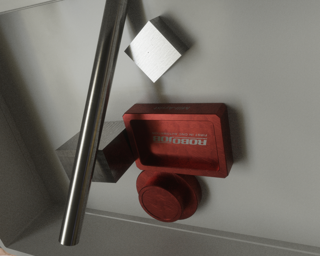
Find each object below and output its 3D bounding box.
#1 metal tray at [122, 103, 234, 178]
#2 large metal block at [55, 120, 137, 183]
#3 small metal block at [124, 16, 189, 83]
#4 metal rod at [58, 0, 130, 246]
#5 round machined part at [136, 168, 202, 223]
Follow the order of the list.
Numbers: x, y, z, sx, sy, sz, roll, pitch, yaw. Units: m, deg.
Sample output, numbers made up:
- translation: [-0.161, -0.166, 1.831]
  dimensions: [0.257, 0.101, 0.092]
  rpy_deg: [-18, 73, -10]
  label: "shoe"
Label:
- translation: [0.023, 0.015, 0.401]
  dimensions: [0.130, 0.030, 0.089]
  rpy_deg: [2, 119, 27]
  label: "metal tray"
- translation: [-0.081, 0.031, 0.433]
  dimensions: [0.080, 0.080, 0.050]
  rpy_deg: [-3, 117, 29]
  label: "large metal block"
- translation: [-0.004, -0.089, 0.355]
  dimensions: [0.050, 0.025, 0.050]
  rpy_deg: [46, 129, -5]
  label: "small metal block"
- translation: [-0.079, -0.005, 0.362]
  dimensions: [0.025, 0.025, 0.298]
  rpy_deg: [16, 98, 19]
  label: "metal rod"
- translation: [0.008, 0.099, 0.453]
  dimensions: [0.098, 0.042, 0.097]
  rpy_deg: [13, 124, 20]
  label: "round machined part"
